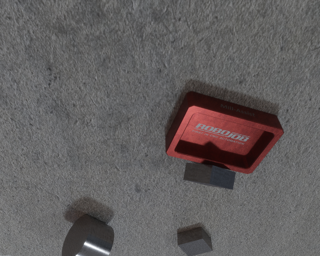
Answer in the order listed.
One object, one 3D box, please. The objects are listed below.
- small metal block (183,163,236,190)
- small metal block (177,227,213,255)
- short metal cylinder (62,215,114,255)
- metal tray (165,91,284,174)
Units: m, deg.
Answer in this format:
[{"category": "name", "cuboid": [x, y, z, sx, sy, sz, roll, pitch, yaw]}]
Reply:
[{"category": "small metal block", "cuboid": [0.070, 0.069, 0.442, 0.050, 0.025, 0.050, 20, 166, -37]}, {"category": "small metal block", "cuboid": [0.067, 0.219, 0.594, 0.050, 0.025, 0.050, -22, 127, 17]}, {"category": "short metal cylinder", "cuboid": [-0.125, 0.200, 0.540, 0.050, 0.080, 0.080, 37, 121, -27]}, {"category": "metal tray", "cuboid": [0.082, 0.010, 0.413, 0.131, 0.030, 0.089, 14, 129, -12]}]
